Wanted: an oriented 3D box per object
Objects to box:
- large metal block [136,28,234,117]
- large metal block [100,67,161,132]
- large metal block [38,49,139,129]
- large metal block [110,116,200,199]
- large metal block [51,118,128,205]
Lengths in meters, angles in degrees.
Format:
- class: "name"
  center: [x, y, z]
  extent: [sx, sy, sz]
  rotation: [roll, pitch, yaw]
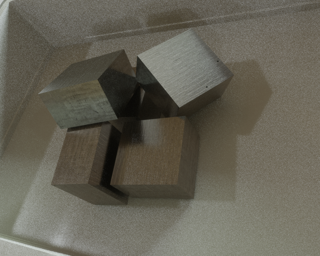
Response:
- class: "large metal block"
  center: [0.027, -0.062, 0.378]
  extent: [0.080, 0.050, 0.080]
  rotation: [-32, 73, -19]
- class: "large metal block"
  center: [-0.044, -0.037, 0.432]
  extent: [0.080, 0.050, 0.080]
  rotation: [-1, 61, 27]
- class: "large metal block"
  center: [-0.081, -0.047, 0.374]
  extent: [0.080, 0.050, 0.080]
  rotation: [-9, 33, 23]
- class: "large metal block"
  center: [-0.003, 0.036, 0.363]
  extent: [0.080, 0.050, 0.080]
  rotation: [-5, 59, 25]
- class: "large metal block"
  center: [-0.076, 0.044, 0.380]
  extent: [0.050, 0.080, 0.080]
  rotation: [-6, 59, 25]
